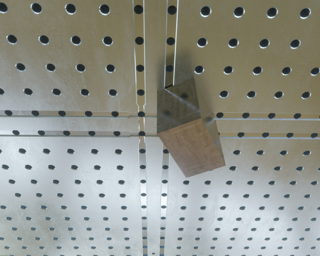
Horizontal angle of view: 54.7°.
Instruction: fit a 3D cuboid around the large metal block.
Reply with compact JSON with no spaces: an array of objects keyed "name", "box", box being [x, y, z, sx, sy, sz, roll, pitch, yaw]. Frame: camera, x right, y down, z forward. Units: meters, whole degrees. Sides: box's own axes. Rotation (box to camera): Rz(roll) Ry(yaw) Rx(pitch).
[{"name":"large metal block","box":[0.037,-0.001,0.376,0.050,0.080,0.080,-21,127,16]}]
